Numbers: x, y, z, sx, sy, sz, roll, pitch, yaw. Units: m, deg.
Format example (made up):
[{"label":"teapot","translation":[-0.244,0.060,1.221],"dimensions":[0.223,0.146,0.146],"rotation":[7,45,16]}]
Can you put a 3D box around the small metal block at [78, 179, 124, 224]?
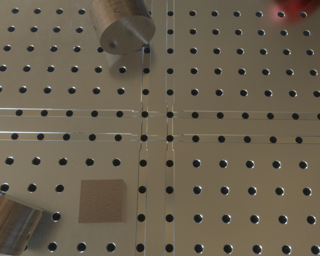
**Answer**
[{"label":"small metal block","translation":[-0.070,0.090,0.378],"dimensions":[0.050,0.025,0.050],"rotation":[-1,70,-1]}]

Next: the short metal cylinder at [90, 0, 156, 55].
[{"label":"short metal cylinder","translation":[-0.053,-0.148,0.436],"dimensions":[0.080,0.080,0.050],"rotation":[-19,71,-7]}]

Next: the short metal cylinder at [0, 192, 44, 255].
[{"label":"short metal cylinder","translation":[-0.179,0.101,0.344],"dimensions":[0.080,0.080,0.050],"rotation":[21,72,7]}]
